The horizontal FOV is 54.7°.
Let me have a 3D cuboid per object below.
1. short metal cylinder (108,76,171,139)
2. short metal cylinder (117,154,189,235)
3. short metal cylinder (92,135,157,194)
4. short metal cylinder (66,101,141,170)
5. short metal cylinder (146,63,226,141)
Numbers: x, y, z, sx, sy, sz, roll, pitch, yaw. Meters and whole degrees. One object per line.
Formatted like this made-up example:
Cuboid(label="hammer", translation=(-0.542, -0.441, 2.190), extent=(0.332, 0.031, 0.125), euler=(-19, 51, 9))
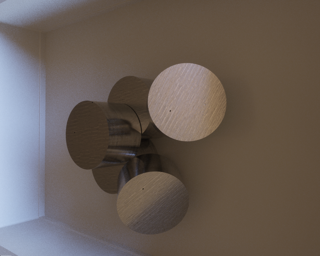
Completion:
Cuboid(label="short metal cylinder", translation=(-0.024, -0.025, 0.406), extent=(0.080, 0.050, 0.079), euler=(0, 90, 39))
Cuboid(label="short metal cylinder", translation=(-0.010, 0.077, 0.367), extent=(0.050, 0.081, 0.079), euler=(-112, 39, -71))
Cuboid(label="short metal cylinder", translation=(-0.050, 0.047, 0.428), extent=(0.080, 0.050, 0.079), euler=(0, 90, 39))
Cuboid(label="short metal cylinder", translation=(-0.070, 0.008, 0.377), extent=(0.080, 0.050, 0.079), euler=(0, 90, 39))
Cuboid(label="short metal cylinder", translation=(0.026, -0.026, 0.339), extent=(0.081, 0.050, 0.079), euler=(0, 89, -5))
